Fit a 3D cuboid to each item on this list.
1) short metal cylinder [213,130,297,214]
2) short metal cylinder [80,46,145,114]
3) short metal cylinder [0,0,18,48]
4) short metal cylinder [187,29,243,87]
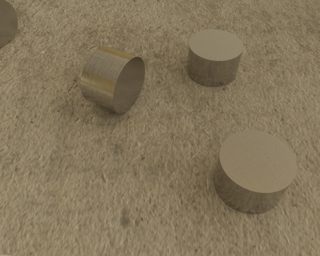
[{"bbox_3d":[0.103,0.049,0.347,0.081,0.050,0.080,0,50,0],"label":"short metal cylinder"},{"bbox_3d":[-0.062,-0.065,0.422,0.050,0.080,0.080,22,54,17],"label":"short metal cylinder"},{"bbox_3d":[-0.288,-0.180,0.515,0.050,0.080,0.080,22,53,17],"label":"short metal cylinder"},{"bbox_3d":[0.083,-0.109,0.480,0.081,0.050,0.080,0,50,0],"label":"short metal cylinder"}]
